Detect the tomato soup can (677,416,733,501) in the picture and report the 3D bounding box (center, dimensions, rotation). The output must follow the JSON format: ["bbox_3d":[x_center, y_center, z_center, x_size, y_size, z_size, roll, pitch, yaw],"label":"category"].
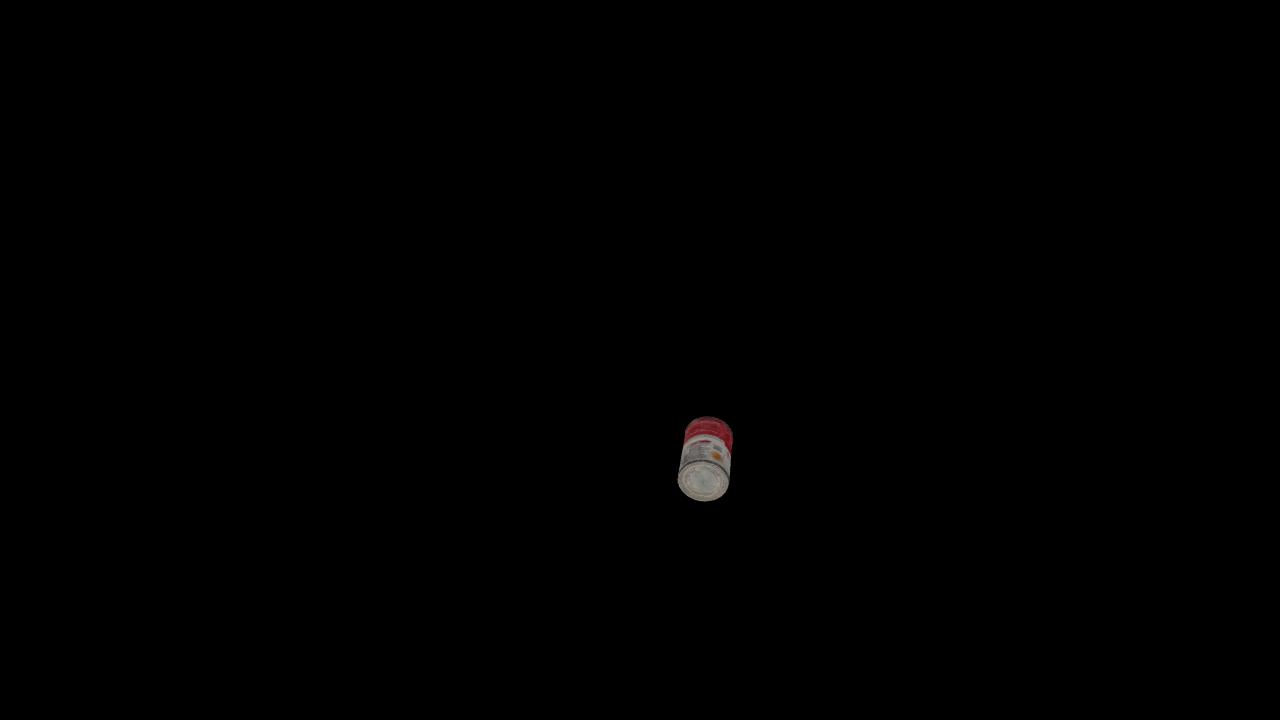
[{"bbox_3d":[0.088,0.130,0.817,0.068,0.068,0.101,0,28,11],"label":"tomato soup can"}]
